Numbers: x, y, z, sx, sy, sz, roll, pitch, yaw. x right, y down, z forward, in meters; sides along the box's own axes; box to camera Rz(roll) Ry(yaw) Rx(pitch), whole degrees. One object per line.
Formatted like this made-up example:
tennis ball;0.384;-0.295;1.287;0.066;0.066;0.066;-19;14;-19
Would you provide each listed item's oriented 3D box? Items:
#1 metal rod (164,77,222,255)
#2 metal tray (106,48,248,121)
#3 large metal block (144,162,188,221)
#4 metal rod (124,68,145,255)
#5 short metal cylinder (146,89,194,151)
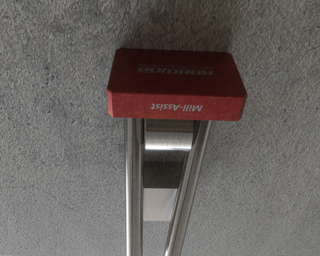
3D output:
metal rod;0.037;0.073;0.410;0.025;0.025;0.298;6;115;-6
metal tray;0.016;-0.048;0.325;0.131;0.090;0.030;2;130;-2
large metal block;0.001;0.098;0.473;0.081;0.050;0.079;1;130;-2
metal rod;-0.034;0.070;0.408;0.025;0.025;0.298;1;115;-2
short metal cylinder;0.009;-0.013;0.363;0.050;0.080;0.079;1;130;-2
